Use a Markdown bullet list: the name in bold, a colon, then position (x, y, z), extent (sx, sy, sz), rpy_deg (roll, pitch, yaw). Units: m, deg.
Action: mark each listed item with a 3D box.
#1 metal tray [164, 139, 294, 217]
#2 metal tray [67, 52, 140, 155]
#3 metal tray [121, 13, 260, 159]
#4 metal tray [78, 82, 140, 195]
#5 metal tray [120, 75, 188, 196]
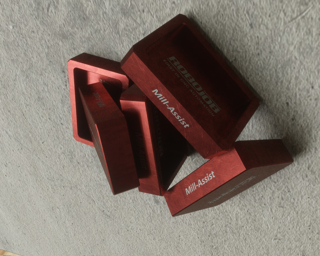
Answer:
- **metal tray**: position (0.076, 0.059, 0.362), extent (0.129, 0.091, 0.030), rpy_deg (-44, 58, 39)
- **metal tray**: position (-0.077, -0.029, 0.426), extent (0.090, 0.030, 0.129), rpy_deg (18, 126, 17)
- **metal tray**: position (0.035, -0.044, 0.317), extent (0.130, 0.090, 0.030), rpy_deg (47, 143, -6)
- **metal tray**: position (-0.064, 0.007, 0.371), extent (0.130, 0.030, 0.089), rpy_deg (-131, 29, -57)
- **metal tray**: position (-0.001, 0.003, 0.368), extent (0.030, 0.090, 0.129), rpy_deg (6, 122, 25)
